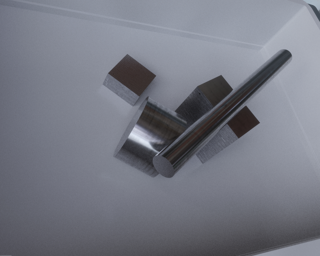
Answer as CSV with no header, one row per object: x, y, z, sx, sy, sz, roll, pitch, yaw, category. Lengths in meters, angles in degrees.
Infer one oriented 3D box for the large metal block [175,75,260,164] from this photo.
0.070,-0.010,0.416,0.050,0.080,0.080,-29,78,-38,large metal block

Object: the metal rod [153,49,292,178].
0.096,-0.036,0.378,0.025,0.025,0.302,48,51,5,metal rod

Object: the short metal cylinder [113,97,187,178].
-0.012,0.010,0.359,0.050,0.080,0.080,30,52,-10,short metal cylinder

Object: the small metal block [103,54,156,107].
-0.041,-0.066,0.425,0.050,0.025,0.050,37,51,-4,small metal block
